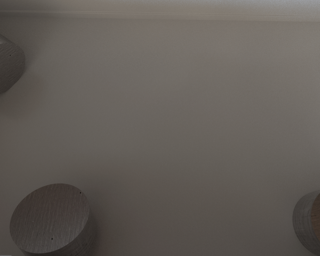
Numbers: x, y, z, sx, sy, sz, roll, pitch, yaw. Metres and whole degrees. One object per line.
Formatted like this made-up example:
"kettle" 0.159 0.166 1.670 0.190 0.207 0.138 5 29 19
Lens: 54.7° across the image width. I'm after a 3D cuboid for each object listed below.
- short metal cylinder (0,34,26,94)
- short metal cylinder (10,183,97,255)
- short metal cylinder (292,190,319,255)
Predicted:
"short metal cylinder" -0.229 -0.089 0.410 0.050 0.080 0.080 34 73 11
"short metal cylinder" -0.114 0.108 0.340 0.081 0.050 0.080 -1 45 1
"short metal cylinder" 0.204 0.110 0.359 0.081 0.050 0.080 0 70 0
